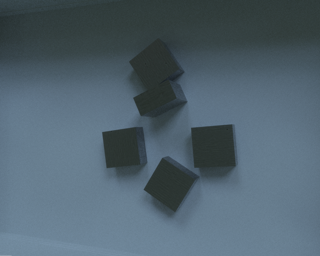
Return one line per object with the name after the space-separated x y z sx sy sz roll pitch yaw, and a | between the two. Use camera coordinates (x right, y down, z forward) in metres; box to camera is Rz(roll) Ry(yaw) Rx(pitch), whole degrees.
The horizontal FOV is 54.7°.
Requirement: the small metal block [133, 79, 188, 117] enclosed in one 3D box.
0.002 -0.036 0.396 0.050 0.050 0.025 -25 82 18 | small metal block

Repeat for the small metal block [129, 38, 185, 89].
-0.004 -0.081 0.411 0.050 0.025 0.050 -36 79 16 | small metal block

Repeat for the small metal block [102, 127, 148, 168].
-0.048 0.027 0.426 0.050 0.025 0.050 -8 87 19 | small metal block

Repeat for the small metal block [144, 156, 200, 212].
0.015 0.072 0.404 0.050 0.025 0.050 33 100 16 | small metal block

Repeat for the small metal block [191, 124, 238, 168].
0.068 0.022 0.386 0.050 0.025 0.050 -5 88 19 | small metal block
